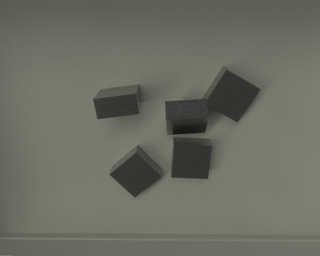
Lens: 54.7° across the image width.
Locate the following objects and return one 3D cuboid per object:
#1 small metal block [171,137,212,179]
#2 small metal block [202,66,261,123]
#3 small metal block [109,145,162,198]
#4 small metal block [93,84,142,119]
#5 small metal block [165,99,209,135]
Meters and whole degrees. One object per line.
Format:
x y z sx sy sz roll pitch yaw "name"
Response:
0.042 0.041 0.427 0.050 0.025 0.050 3 110 -1 "small metal block"
0.090 -0.043 0.396 0.050 0.025 0.050 28 108 -10 "small metal block"
-0.033 0.061 0.433 0.050 0.025 0.050 -40 106 13 "small metal block"
-0.051 -0.034 0.385 0.050 0.050 0.025 -7 110 2 "small metal block"
0.033 -0.013 0.391 0.050 0.050 0.025 -3 68 1 "small metal block"
